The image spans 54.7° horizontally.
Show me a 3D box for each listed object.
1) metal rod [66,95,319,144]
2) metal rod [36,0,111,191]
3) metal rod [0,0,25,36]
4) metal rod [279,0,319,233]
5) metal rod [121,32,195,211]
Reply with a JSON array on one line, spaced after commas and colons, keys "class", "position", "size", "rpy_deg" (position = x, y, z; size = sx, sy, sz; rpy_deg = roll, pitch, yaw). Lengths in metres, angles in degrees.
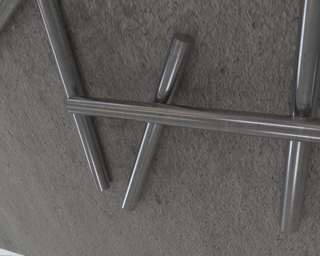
[{"class": "metal rod", "position": [0.020, -0.014, 0.353], "size": [0.301, 0.025, 0.025], "rpy_deg": [7, 122, 24]}, {"class": "metal rod", "position": [-0.117, -0.033, 0.448], "size": [0.025, 0.025, 0.298], "rpy_deg": [4, 121, 26]}, {"class": "metal rod", "position": [-0.209, -0.160, 0.418], "size": [0.299, 0.025, 0.025], "rpy_deg": [-28, 103, 37]}, {"class": "metal rod", "position": [0.148, -0.005, 0.325], "size": [0.025, 0.025, 0.298], "rpy_deg": [7, 122, 25]}, {"class": "metal rod", "position": [-0.013, 0.015, 0.422], "size": [0.025, 0.025, 0.298], "rpy_deg": [27, 128, 11]}]
